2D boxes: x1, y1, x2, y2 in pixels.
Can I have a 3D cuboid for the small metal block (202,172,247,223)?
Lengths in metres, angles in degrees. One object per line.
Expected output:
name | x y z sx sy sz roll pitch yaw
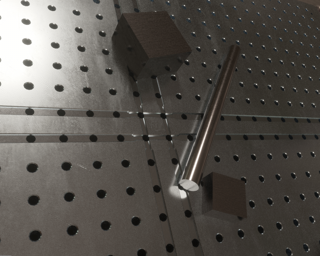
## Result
small metal block | 0.083 0.090 0.400 0.050 0.025 0.050 19 54 -18

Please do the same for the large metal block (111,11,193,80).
large metal block | -0.013 -0.125 0.463 0.081 0.050 0.080 -19 72 -35

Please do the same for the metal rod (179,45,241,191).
metal rod | 0.087 -0.036 0.478 0.025 0.025 0.301 32 51 -8
